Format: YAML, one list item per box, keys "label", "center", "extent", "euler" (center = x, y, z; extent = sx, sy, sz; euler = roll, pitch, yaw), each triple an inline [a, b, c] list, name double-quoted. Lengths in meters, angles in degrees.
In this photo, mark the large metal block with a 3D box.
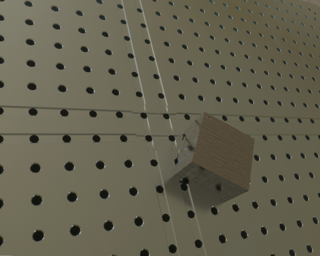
- label: "large metal block"
  center: [0.072, 0.038, 0.407]
  extent: [0.080, 0.050, 0.080]
  euler: [28, 52, -11]
